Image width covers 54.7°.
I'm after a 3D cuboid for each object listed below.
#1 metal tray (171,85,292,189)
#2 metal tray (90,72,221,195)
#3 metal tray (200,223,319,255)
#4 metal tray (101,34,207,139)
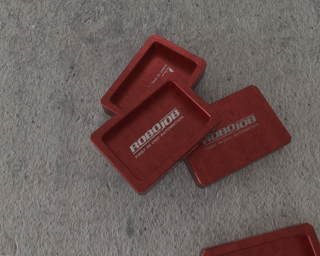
[{"bbox_3d":[0.088,0.010,0.402,0.131,0.030,0.090,-25,72,-9],"label":"metal tray"},{"bbox_3d":[-0.004,0.004,0.371,0.130,0.030,0.090,-41,75,-14],"label":"metal tray"},{"bbox_3d":[0.119,0.166,0.345,0.131,0.030,0.090,-13,71,-5],"label":"metal tray"},{"bbox_3d":[-0.007,-0.057,0.425,0.090,0.030,0.130,31,73,10],"label":"metal tray"}]
